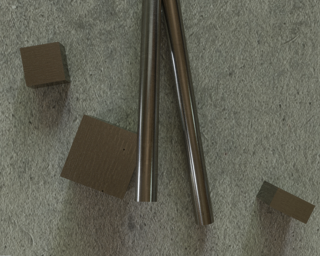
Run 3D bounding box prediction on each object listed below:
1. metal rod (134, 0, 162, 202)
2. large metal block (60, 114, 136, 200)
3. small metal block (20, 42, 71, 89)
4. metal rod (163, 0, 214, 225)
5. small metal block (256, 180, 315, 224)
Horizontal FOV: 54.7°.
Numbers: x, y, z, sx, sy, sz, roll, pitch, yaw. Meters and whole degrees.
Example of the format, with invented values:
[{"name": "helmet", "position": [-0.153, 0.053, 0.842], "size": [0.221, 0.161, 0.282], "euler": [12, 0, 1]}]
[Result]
[{"name": "metal rod", "position": [-0.013, -0.064, 0.377], "size": [0.025, 0.025, 0.299], "euler": [1, 77, -1]}, {"name": "large metal block", "position": [-0.068, 0.035, 0.397], "size": [0.080, 0.050, 0.080], "euler": [21, 90, -1]}, {"name": "small metal block", "position": [-0.150, -0.082, 0.408], "size": [0.050, 0.025, 0.050], "euler": [-10, 90, -1]}, {"name": "metal rod", "position": [0.036, -0.023, 0.410], "size": [0.025, 0.025, 0.298], "euler": [-9, 90, 0]}, {"name": "small metal block", "position": [0.160, 0.094, 0.400], "size": [0.050, 0.050, 0.025], "euler": [26, 90, -1]}]
